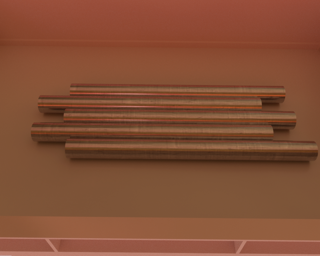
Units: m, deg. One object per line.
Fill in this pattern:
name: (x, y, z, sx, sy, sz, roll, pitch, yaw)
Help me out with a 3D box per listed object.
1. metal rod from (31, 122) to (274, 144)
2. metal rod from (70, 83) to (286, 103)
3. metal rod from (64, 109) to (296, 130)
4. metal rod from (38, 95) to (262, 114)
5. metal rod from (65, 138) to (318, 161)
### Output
metal rod: (-0.009, 0.007, 0.397, 0.302, 0.025, 0.025, 1, 50, 0)
metal rod: (0.025, -0.050, 0.445, 0.302, 0.025, 0.025, 1, 50, 0)
metal rod: (0.026, -0.012, 0.414, 0.302, 0.025, 0.025, 1, 50, 0)
metal rod: (-0.013, -0.031, 0.429, 0.302, 0.025, 0.025, 1, 50, 0)
metal rod: (0.038, 0.027, 0.381, 0.302, 0.025, 0.025, 1, 50, 0)
